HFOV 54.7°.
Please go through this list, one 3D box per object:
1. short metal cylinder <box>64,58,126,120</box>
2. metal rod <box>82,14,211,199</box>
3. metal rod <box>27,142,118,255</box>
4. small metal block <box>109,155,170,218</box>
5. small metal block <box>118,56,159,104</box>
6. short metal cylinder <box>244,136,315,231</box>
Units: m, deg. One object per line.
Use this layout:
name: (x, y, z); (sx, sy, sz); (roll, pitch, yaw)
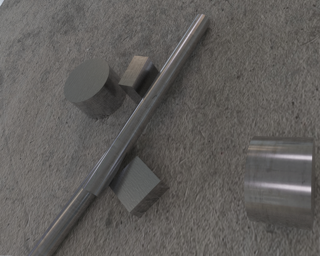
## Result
short metal cylinder: (-0.099, -0.060, 0.477); (0.080, 0.050, 0.080); (-13, 56, 21)
metal rod: (-0.008, -0.043, 0.417); (0.025, 0.025, 0.300); (16, 65, 34)
metal rod: (-0.132, 0.134, 0.390); (0.025, 0.025, 0.300); (28, 76, 37)
small metal block: (-0.026, 0.070, 0.374); (0.050, 0.025, 0.050); (-45, 51, -4)
small metal block: (-0.026, -0.067, 0.443); (0.025, 0.050, 0.050); (14, 69, 34)
short metal cylinder: (0.111, 0.048, 0.281); (0.050, 0.080, 0.080); (1, 62, 29)
